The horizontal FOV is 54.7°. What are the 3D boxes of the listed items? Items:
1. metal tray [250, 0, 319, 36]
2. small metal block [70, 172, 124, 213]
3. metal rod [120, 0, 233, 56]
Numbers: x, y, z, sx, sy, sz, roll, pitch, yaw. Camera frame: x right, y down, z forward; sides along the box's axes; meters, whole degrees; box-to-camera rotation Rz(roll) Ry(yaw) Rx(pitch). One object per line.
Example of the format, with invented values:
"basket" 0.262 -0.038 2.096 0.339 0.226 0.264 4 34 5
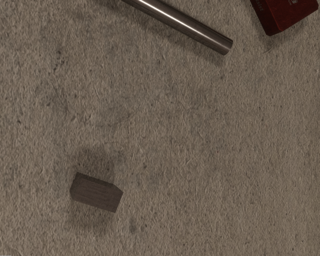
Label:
"metal tray" 0.178 -0.220 0.474 0.090 0.030 0.130 -33 101 -17
"small metal block" -0.077 0.076 0.368 0.050 0.050 0.025 23 82 -19
"metal rod" -0.035 -0.170 0.396 0.302 0.025 0.025 22 83 -19
